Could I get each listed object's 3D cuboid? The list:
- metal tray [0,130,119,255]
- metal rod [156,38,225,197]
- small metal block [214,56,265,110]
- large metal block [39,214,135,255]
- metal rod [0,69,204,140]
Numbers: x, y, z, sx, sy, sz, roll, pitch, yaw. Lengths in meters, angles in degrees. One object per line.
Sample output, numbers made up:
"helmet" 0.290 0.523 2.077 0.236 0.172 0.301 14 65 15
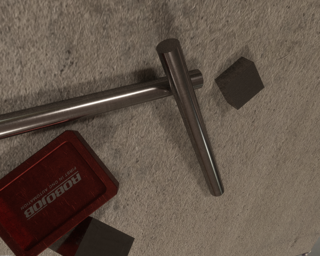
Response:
"metal tray" -0.124 0.074 0.351 0.130 0.030 0.090 -38 92 -3
"metal rod" 0.053 0.011 0.422 0.025 0.025 0.299 -33 136 -7
"small metal block" 0.111 -0.062 0.432 0.050 0.025 0.050 -41 130 -1
"large metal block" -0.095 0.145 0.401 0.080 0.080 0.050 44 60 -40
"metal rod" -0.088 -0.023 0.345 0.302 0.025 0.025 -16 125 -20
